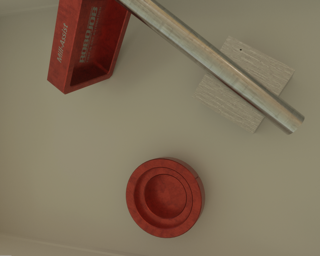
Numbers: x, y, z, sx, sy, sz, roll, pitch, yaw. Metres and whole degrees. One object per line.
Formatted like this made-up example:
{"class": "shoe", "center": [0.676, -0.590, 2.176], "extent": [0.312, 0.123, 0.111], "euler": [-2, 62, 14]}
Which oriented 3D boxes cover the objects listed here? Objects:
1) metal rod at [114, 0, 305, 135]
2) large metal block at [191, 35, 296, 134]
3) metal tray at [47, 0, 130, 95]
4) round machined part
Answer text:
{"class": "metal rod", "center": [0.020, -0.095, 0.316], "extent": [0.300, 0.025, 0.025], "euler": [38, 102, 0]}
{"class": "large metal block", "center": [0.097, -0.048, 0.363], "extent": [0.080, 0.050, 0.080], "euler": [34, 101, 16]}
{"class": "metal tray", "center": [-0.084, -0.111, 0.378], "extent": [0.030, 0.091, 0.129], "euler": [38, 129, 15]}
{"class": "round machined part", "center": [0.010, 0.085, 0.397], "extent": [0.098, 0.042, 0.097], "euler": [0, 90, 19]}
